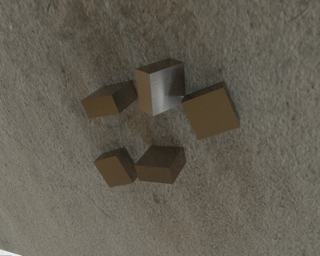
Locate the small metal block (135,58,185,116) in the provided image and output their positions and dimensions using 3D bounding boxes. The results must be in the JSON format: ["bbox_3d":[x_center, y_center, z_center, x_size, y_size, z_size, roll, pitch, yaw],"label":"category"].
[{"bbox_3d":[0.002,-0.048,0.355,0.025,0.050,0.050,28,132,42],"label":"small metal block"}]

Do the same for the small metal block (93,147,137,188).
[{"bbox_3d":[-0.066,0.061,0.478,0.050,0.025,0.050,-18,110,34],"label":"small metal block"}]

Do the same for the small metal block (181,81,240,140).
[{"bbox_3d":[0.059,-0.020,0.356,0.050,0.025,0.050,-19,109,22],"label":"small metal block"}]

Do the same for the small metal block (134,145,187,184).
[{"bbox_3d":[0.002,0.048,0.418,0.050,0.050,0.025,1,119,27],"label":"small metal block"}]

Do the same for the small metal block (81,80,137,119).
[{"bbox_3d":[-0.064,-0.037,0.400,0.050,0.050,0.025,-7,115,31],"label":"small metal block"}]
